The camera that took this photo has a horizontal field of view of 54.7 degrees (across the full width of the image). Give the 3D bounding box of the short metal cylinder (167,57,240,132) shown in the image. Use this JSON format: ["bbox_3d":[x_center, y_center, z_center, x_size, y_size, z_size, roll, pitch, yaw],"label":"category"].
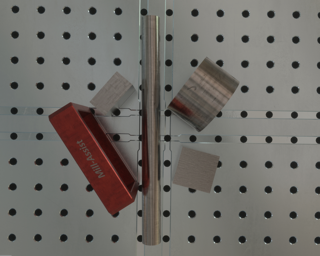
[{"bbox_3d":[0.053,-0.041,0.386,0.050,0.080,0.080,38,90,-1],"label":"short metal cylinder"}]

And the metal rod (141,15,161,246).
[{"bbox_3d":[-0.012,0.003,0.413,0.025,0.025,0.298,0,90,-1],"label":"metal rod"}]

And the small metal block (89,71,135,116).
[{"bbox_3d":[-0.059,-0.042,0.399,0.025,0.050,0.050,41,90,-1],"label":"small metal block"}]

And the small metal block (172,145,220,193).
[{"bbox_3d":[0.047,0.054,0.415,0.050,0.025,0.050,15,90,-1],"label":"small metal block"}]

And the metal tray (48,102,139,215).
[{"bbox_3d":[-0.075,0.033,0.379,0.030,0.090,0.130,-33,90,0],"label":"metal tray"}]
